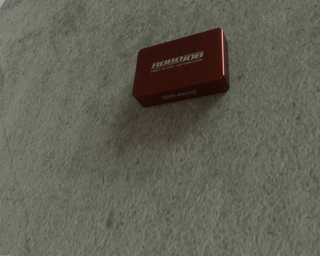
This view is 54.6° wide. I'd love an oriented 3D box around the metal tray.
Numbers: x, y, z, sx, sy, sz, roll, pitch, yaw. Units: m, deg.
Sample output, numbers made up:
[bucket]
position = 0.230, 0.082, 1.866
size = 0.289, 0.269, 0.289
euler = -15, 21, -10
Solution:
[metal tray]
position = 0.029, -0.084, 0.438
size = 0.130, 0.030, 0.090
euler = -9, 58, 23
